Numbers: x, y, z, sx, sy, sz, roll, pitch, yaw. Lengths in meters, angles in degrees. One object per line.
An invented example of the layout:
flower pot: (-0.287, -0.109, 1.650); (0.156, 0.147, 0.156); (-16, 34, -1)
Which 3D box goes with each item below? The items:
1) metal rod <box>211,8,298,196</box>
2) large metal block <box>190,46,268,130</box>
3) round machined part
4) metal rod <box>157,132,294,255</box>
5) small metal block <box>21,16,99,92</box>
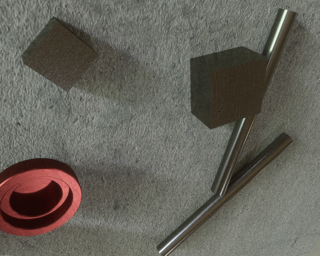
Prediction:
metal rod: (0.134, -0.023, 0.468); (0.025, 0.025, 0.298); (0, 118, -29)
large metal block: (0.088, -0.054, 0.407); (0.081, 0.050, 0.079); (-18, 126, -19)
round machined part: (-0.146, 0.075, 0.363); (0.099, 0.042, 0.097); (-14, 125, -21)
metal rod: (0.114, 0.118, 0.544); (0.300, 0.025, 0.025); (-42, 130, 0)
small metal block: (-0.099, -0.072, 0.309); (0.050, 0.025, 0.050); (-49, 129, 6)
